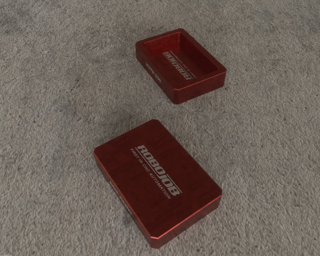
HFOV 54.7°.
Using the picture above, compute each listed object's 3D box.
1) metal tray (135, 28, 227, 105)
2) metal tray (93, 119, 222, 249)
[{"bbox_3d":[0.030,-0.101,0.484,0.091,0.030,0.130,-23,54,-18],"label":"metal tray"},{"bbox_3d":[-0.006,0.056,0.353,0.091,0.030,0.130,-28,55,-22],"label":"metal tray"}]
